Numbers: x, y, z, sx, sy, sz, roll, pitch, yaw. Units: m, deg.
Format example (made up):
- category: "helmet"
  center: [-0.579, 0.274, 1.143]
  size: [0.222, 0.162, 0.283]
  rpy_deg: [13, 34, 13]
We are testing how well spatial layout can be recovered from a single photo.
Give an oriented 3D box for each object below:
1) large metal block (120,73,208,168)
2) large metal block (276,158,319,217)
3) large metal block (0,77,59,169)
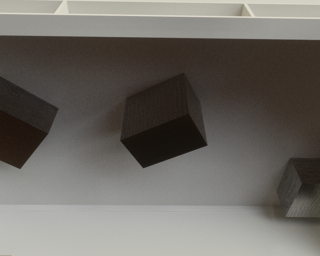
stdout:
- category: "large metal block"
  center: [0.005, -0.010, 0.365]
  size: [0.080, 0.080, 0.050]
  rpy_deg: [-21, 127, 17]
- category: "large metal block"
  center: [0.235, 0.092, 0.473]
  size: [0.081, 0.050, 0.079]
  rpy_deg: [1, 130, -1]
- category: "large metal block"
  center: [-0.188, -0.005, 0.387]
  size: [0.080, 0.050, 0.080]
  rpy_deg: [32, 123, -24]
